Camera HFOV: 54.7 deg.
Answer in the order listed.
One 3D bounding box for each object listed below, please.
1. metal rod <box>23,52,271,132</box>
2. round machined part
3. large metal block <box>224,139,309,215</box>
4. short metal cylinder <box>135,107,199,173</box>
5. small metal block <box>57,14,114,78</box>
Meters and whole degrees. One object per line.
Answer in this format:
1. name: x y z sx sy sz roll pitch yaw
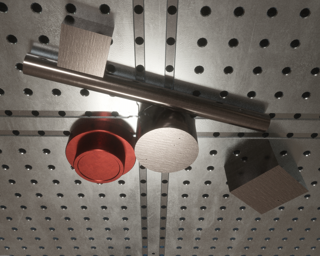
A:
1. metal rod: -0.006 -0.039 0.377 0.302 0.025 0.025 13 129 -12
2. round machined part: -0.083 0.040 0.434 0.099 0.042 0.097 -1 130 0
3. large metal block: 0.156 0.075 0.462 0.080 0.050 0.080 37 121 -27
4. short metal cylinder: 0.008 0.014 0.407 0.081 0.050 0.079 0 130 0
5. small metal block: -0.081 -0.088 0.336 0.050 0.025 0.050 13 129 -11
